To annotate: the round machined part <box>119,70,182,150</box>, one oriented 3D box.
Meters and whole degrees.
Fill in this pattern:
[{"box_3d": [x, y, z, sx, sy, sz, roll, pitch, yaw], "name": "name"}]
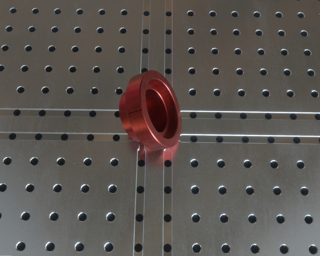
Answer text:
[{"box_3d": [-0.014, -0.020, 0.389, 0.042, 0.098, 0.098, -14, 67, 28], "name": "round machined part"}]
